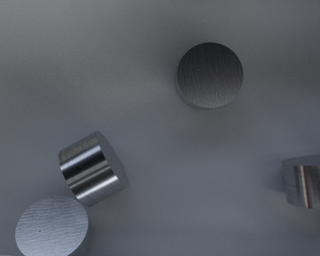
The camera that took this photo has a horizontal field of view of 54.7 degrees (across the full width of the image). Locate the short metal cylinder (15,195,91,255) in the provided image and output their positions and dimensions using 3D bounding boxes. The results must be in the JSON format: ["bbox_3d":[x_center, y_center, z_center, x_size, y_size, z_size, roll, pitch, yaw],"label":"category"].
[{"bbox_3d":[-0.127,0.130,0.377,0.081,0.050,0.080,3,48,-4],"label":"short metal cylinder"}]

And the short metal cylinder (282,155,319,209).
[{"bbox_3d":[0.198,0.064,0.387,0.081,0.080,0.050,-8,90,0],"label":"short metal cylinder"}]

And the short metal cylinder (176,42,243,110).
[{"bbox_3d":[0.061,-0.064,0.400,0.081,0.050,0.079,0,90,-1],"label":"short metal cylinder"}]

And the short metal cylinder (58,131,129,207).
[{"bbox_3d":[-0.080,0.050,0.383,0.050,0.080,0.080,-29,90,0],"label":"short metal cylinder"}]
